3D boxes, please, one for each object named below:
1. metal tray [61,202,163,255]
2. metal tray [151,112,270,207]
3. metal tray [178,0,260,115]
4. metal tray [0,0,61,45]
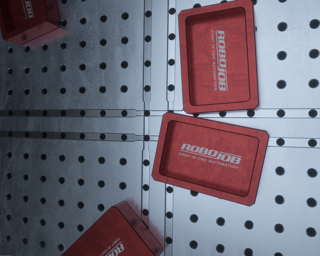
[{"bbox_3d":[-0.072,0.179,0.436,0.130,0.030,0.090,-45,76,14],"label":"metal tray"},{"bbox_3d":[0.061,0.035,0.388,0.130,0.030,0.090,12,94,19],"label":"metal tray"},{"bbox_3d":[0.073,-0.084,0.384,0.090,0.030,0.129,-3,89,20],"label":"metal tray"},{"bbox_3d":[-0.214,-0.208,0.486,0.090,0.030,0.129,-16,85,19],"label":"metal tray"}]
